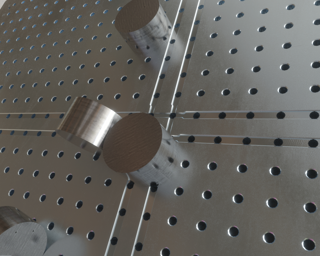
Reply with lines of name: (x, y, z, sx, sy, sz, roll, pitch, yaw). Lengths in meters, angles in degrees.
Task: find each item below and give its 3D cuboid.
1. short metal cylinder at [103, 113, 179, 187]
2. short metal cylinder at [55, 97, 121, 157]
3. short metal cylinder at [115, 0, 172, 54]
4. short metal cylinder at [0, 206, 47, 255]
short metal cylinder: (-0.023, 0.028, 0.388, 0.080, 0.050, 0.080, -13, 56, 21)
short metal cylinder: (-0.093, 0.001, 0.421, 0.080, 0.080, 0.050, 13, 69, 33)
short metal cylinder: (-0.027, -0.170, 0.511, 0.080, 0.050, 0.080, -13, 56, 21)
short metal cylinder: (-0.191, 0.145, 0.384, 0.050, 0.080, 0.080, 17, 71, 35)
